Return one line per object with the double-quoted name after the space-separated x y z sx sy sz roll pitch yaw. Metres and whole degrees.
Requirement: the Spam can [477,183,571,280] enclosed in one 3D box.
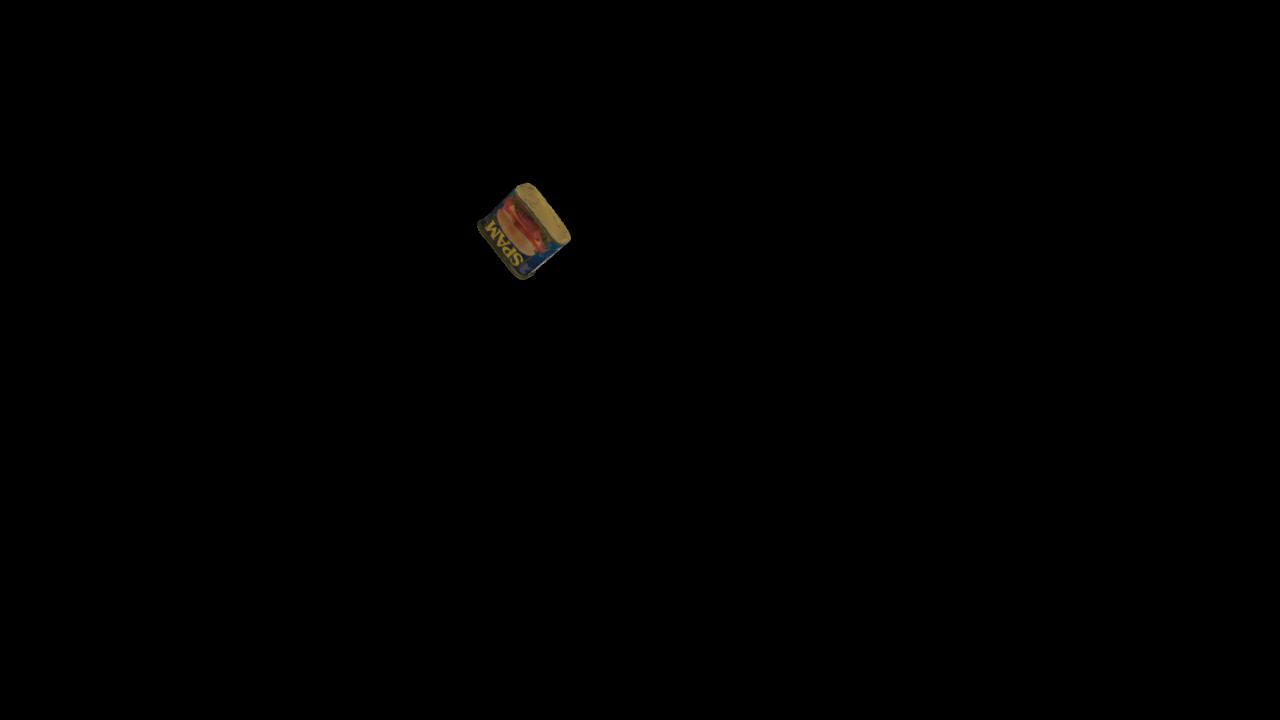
-0.156 -0.175 0.838 0.085 0.101 0.058 -33 9 28 "Spam can"
